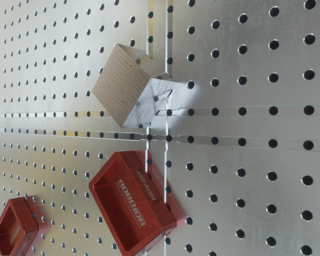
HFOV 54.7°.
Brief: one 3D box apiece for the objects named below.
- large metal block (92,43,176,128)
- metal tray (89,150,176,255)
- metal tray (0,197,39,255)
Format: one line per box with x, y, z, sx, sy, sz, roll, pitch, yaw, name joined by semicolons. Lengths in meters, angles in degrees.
-0.038;-0.056;0.425;0.080;0.050;0.080;48;119;29;large metal block
-0.045;0.108;0.442;0.090;0.030;0.130;-49;61;29;metal tray
-0.312;0.223;0.664;0.090;0.030;0.129;49;119;29;metal tray
